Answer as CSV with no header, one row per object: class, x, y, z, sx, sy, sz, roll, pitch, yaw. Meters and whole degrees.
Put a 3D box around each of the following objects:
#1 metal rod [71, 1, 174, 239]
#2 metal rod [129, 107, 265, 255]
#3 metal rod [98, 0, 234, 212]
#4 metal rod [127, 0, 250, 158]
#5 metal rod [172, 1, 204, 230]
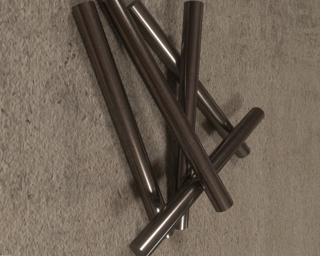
metal rod,-0.038,0.003,0.374,0.025,0.025,0.298,-30,109,-36
metal rod,0.069,0.055,0.423,0.302,0.025,0.025,-41,115,-36
metal rod,0.008,-0.031,0.370,0.025,0.025,0.299,-34,98,-35
metal rod,0.053,-0.054,0.451,0.300,0.025,0.025,47,62,-30
metal rod,0.035,-0.012,0.413,0.025,0.025,0.298,-2,99,-40
